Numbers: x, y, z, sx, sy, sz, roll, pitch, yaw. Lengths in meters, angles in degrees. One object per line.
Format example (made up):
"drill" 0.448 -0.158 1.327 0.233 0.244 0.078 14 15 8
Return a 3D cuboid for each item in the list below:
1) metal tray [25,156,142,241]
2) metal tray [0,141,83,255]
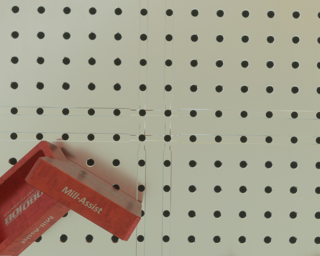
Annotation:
"metal tray" -0.086 0.080 0.378 0.130 0.090 0.030 31 86 -1
"metal tray" -0.166 0.090 0.383 0.130 0.030 0.090 -41 56 2
